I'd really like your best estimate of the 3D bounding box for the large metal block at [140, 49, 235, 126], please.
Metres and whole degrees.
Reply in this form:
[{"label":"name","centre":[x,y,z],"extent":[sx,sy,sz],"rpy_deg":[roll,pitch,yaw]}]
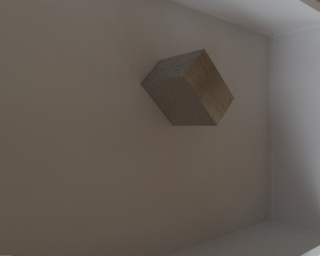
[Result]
[{"label":"large metal block","centre":[0.035,-0.048,0.403],"extent":[0.080,0.080,0.050],"rpy_deg":[51,60,-28]}]
